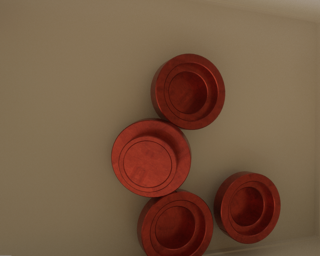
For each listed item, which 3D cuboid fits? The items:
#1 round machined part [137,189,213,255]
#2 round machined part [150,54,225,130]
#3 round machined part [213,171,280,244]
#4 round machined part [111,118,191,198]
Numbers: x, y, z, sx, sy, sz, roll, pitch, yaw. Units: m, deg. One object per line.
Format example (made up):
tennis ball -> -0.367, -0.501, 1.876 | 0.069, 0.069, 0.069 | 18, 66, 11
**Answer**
round machined part -> 0.017, 0.128, 0.408 | 0.099, 0.042, 0.097 | 0, 90, -20
round machined part -> 0.034, -0.046, 0.414 | 0.099, 0.042, 0.097 | 0, 90, -20
round machined part -> 0.120, 0.111, 0.446 | 0.099, 0.042, 0.097 | 0, 90, -20
round machined part -> -0.012, 0.039, 0.375 | 0.098, 0.042, 0.097 | 1, 99, 7
